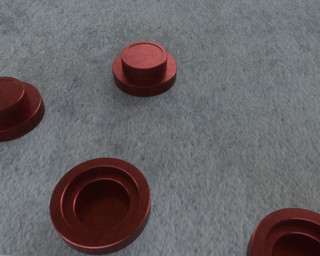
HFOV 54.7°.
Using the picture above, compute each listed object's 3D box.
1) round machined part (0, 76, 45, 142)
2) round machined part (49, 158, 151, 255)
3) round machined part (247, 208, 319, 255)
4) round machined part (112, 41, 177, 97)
[{"bbox_3d":[-0.211,-0.032,0.416,0.099,0.042,0.098,0,50,0],"label":"round machined part"},{"bbox_3d":[-0.059,0.083,0.322,0.099,0.042,0.098,0,50,0],"label":"round machined part"},{"bbox_3d":[0.130,0.128,0.286,0.099,0.042,0.098,0,50,0],"label":"round machined part"},{"bbox_3d":[-0.024,-0.096,0.472,0.099,0.042,0.098,0,50,0],"label":"round machined part"}]
